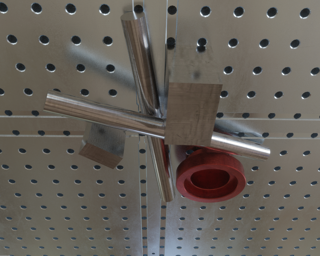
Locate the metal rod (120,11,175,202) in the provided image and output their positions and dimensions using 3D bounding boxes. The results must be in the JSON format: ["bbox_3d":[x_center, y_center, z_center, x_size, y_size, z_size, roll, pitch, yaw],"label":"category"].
[{"bbox_3d":[-0.007,-0.002,0.410,0.025,0.025,0.298,-6,130,5],"label":"metal rod"}]

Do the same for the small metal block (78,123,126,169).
[{"bbox_3d":[-0.075,0.020,0.411,0.050,0.050,0.025,28,125,-22],"label":"small metal block"}]

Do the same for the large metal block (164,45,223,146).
[{"bbox_3d":[0.032,-0.037,0.344,0.050,0.080,0.079,2,130,-2],"label":"large metal block"}]

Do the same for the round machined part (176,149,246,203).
[{"bbox_3d":[0.073,0.066,0.453,0.099,0.042,0.097,1,136,2],"label":"round machined part"}]

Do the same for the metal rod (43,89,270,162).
[{"bbox_3d":[0.014,0.004,0.385,0.302,0.025,0.025,14,129,-23],"label":"metal rod"}]
